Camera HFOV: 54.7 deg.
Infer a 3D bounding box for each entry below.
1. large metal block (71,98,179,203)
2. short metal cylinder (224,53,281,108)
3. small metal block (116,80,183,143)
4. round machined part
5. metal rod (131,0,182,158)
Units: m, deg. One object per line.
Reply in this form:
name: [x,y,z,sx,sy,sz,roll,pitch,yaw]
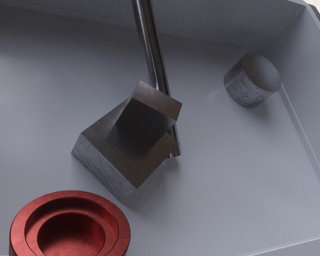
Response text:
large metal block: [-0.039,0.024,0.355,0.080,0.050,0.080,45,51,2]
short metal cylinder: [0.156,-0.080,0.525,0.081,0.050,0.080,14,56,-21]
small metal block: [-0.012,-0.016,0.330,0.050,0.050,0.025,28,52,-11]
round machined part: [-0.078,0.103,0.272,0.099,0.042,0.098,13,26,-6]
metal rod: [-0.013,-0.110,0.382,0.025,0.025,0.298,-15,97,-35]
